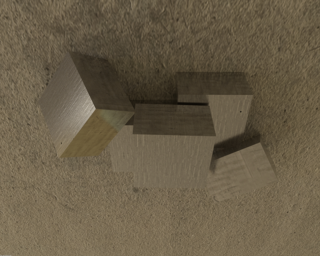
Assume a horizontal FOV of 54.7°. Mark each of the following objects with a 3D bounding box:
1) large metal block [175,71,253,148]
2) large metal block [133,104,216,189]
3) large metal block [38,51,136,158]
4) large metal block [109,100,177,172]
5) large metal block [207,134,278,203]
[{"bbox_3d":[0.059,-0.021,0.376,0.081,0.050,0.079,0,130,-1],"label":"large metal block"},{"bbox_3d":[0.012,0.021,0.342,0.081,0.050,0.079,2,130,-2],"label":"large metal block"},{"bbox_3d":[-0.084,-0.024,0.342,0.050,0.080,0.080,2,140,-48],"label":"large metal block"},{"bbox_3d":[-0.021,0.011,0.399,0.081,0.050,0.079,0,130,-1],"label":"large metal block"},{"bbox_3d":[0.104,0.051,0.409,0.080,0.080,0.050,-25,88,19],"label":"large metal block"}]
